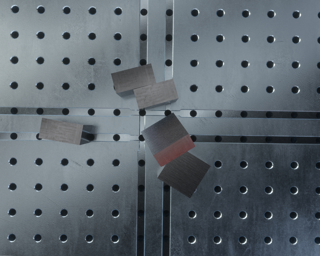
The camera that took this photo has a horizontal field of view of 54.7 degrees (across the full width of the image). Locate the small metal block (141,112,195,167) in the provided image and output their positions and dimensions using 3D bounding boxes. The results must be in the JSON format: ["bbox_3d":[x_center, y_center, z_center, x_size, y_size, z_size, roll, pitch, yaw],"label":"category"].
[{"bbox_3d":[0.010,0.014,0.399,0.050,0.050,0.025,-31,131,-1],"label":"small metal block"}]

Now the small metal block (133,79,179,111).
[{"bbox_3d":[-0.005,-0.042,0.401,0.050,0.050,0.025,-16,91,0],"label":"small metal block"}]

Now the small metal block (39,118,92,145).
[{"bbox_3d":[-0.120,0.004,0.399,0.050,0.050,0.025,10,90,-1],"label":"small metal block"}]

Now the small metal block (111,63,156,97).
[{"bbox_3d":[-0.032,-0.060,0.400,0.050,0.050,0.025,-14,90,0],"label":"small metal block"}]

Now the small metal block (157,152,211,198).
[{"bbox_3d":[0.031,0.057,0.414,0.050,0.025,0.050,32,90,-1],"label":"small metal block"}]
